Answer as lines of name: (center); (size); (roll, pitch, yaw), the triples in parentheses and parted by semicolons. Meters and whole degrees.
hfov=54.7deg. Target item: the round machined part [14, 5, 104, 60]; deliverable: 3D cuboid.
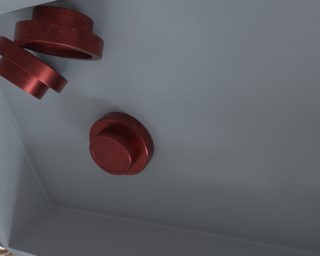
round machined part: (-0.115, -0.111, 0.363); (0.098, 0.098, 0.042); (9, 93, 23)

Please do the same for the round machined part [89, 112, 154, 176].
round machined part: (-0.062, 0.029, 0.449); (0.098, 0.042, 0.097); (13, 124, 21)

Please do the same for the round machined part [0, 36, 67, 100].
round machined part: (-0.177, -0.073, 0.410); (0.098, 0.098, 0.042); (33, 84, 4)
